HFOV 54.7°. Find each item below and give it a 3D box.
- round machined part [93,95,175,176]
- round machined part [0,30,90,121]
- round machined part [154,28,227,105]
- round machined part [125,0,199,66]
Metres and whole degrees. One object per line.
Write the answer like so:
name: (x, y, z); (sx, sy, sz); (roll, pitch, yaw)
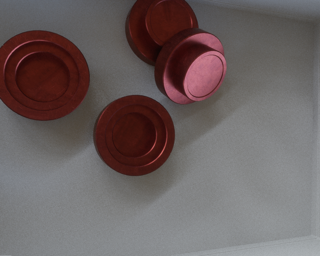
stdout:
round machined part: (-0.034, 0.009, 0.390); (0.099, 0.042, 0.097); (0, 90, -21)
round machined part: (-0.133, -0.057, 0.353); (0.099, 0.042, 0.097); (0, 90, -21)
round machined part: (0.045, -0.073, 0.395); (0.099, 0.042, 0.097); (-21, 131, -26)
round machined part: (0.007, -0.132, 0.405); (0.099, 0.042, 0.097); (0, 90, -21)
